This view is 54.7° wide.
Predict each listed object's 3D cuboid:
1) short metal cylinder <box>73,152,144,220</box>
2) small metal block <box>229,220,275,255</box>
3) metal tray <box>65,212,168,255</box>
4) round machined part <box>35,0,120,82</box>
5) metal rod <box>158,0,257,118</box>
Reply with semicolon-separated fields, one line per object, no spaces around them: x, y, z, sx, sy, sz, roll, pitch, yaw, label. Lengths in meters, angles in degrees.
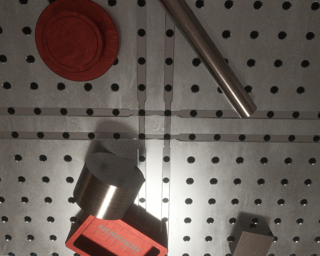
-0.068;0.075;0.411;0.080;0.080;0.050;22;108;-8;short metal cylinder
0.141;0.176;0.481;0.050;0.025;0.050;13;110;-5;small metal block
-0.064;0.173;0.473;0.130;0.030;0.090;36;106;-13;metal tray
-0.098;-0.102;0.365;0.099;0.042;0.097;0;110;-1;round machined part
0.026;-0.133;0.364;0.025;0.025;0.300;-35;107;12;metal rod
